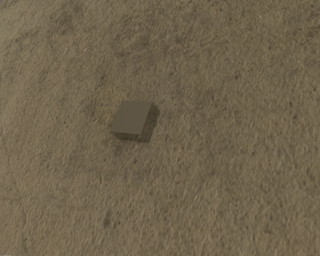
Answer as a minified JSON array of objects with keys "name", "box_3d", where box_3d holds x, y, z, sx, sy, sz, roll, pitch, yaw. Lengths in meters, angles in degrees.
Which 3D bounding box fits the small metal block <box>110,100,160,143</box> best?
[{"name":"small metal block","box_3d":[-0.034,-0.010,0.426,0.050,0.025,0.050,5,64,30]}]
